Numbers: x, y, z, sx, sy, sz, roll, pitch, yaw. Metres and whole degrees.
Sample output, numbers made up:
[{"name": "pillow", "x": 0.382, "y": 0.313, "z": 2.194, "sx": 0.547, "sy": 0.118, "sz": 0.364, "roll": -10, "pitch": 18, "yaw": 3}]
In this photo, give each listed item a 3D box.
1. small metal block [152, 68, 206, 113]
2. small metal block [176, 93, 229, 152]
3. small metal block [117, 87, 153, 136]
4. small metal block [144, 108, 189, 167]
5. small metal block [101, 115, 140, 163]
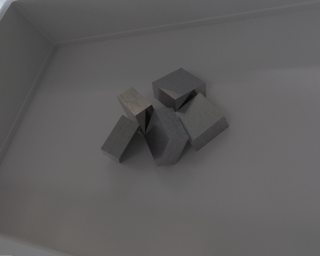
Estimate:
[{"name": "small metal block", "x": 0.025, "y": -0.050, "z": 0.412, "sx": 0.050, "sy": 0.025, "sz": 0.050, "roll": -30, "pitch": 47, "yaw": -22}, {"name": "small metal block", "x": 0.048, "y": -0.008, "z": 0.385, "sx": 0.050, "sy": 0.025, "sz": 0.050, "roll": -39, "pitch": 51, "yaw": 2}, {"name": "small metal block", "x": -0.026, "y": -0.019, "z": 0.411, "sx": 0.025, "sy": 0.050, "sz": 0.050, "roll": -36, "pitch": 48, "yaw": -11}, {"name": "small metal block", "x": 0.006, "y": 0.011, "z": 0.378, "sx": 0.025, "sy": 0.050, "sz": 0.050, "roll": -4, "pitch": 47, "yaw": -26}, {"name": "small metal block", "x": -0.051, "y": 0.016, "z": 0.404, "sx": 0.025, "sy": 0.050, "sz": 0.050, "roll": 30, "pitch": 76, "yaw": 1}]
